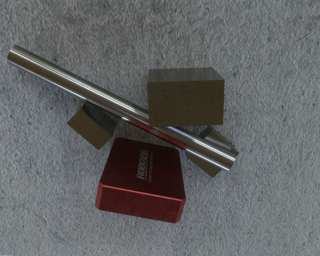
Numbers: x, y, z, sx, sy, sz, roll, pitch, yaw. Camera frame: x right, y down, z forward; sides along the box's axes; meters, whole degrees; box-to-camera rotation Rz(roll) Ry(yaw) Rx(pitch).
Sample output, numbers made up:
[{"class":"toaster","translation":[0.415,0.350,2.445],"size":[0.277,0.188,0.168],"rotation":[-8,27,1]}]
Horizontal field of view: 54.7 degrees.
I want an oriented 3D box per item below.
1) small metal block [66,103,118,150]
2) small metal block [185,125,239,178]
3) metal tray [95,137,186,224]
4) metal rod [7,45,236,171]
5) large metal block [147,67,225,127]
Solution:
[{"class":"small metal block","translation":[-0.084,-0.006,0.394],"size":[0.050,0.050,0.025],"rotation":[43,104,-14]},{"class":"small metal block","translation":[0.070,0.032,0.424],"size":[0.050,0.025,0.050],"rotation":[40,105,-14]},{"class":"metal tray","translation":[-0.020,0.056,0.376],"size":[0.091,0.130,0.030],"rotation":[12,110,-5]},{"class":"metal rod","translation":[-0.044,-0.022,0.388],"size":[0.301,0.025,0.025],"rotation":[27,108,-5]},{"class":"large metal block","translation":[0.027,-0.039,0.366],"size":[0.081,0.080,0.050],"rotation":[-2,110,0]}]
